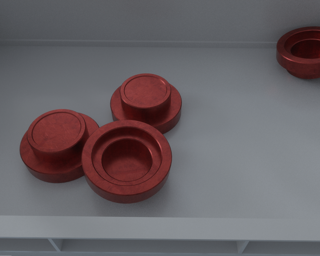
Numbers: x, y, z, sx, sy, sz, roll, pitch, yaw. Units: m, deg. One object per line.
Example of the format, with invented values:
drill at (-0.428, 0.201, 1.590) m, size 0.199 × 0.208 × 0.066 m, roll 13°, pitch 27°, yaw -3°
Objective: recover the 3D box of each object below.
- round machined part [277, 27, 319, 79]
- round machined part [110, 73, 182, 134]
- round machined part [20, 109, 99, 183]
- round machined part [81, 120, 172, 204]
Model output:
round machined part at (0.233, -0.113, 0.481) m, size 0.098 × 0.042 × 0.098 m, roll -9°, pitch 46°, yaw 10°
round machined part at (-0.019, -0.038, 0.425) m, size 0.099 × 0.042 × 0.098 m, roll 0°, pitch 50°, yaw 0°
round machined part at (-0.122, 0.015, 0.381) m, size 0.099 × 0.042 × 0.098 m, roll 0°, pitch 50°, yaw 0°
round machined part at (-0.037, 0.041, 0.355) m, size 0.099 × 0.042 × 0.098 m, roll 3°, pitch 53°, yaw -4°
